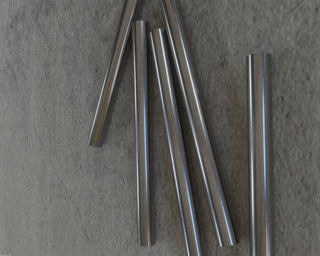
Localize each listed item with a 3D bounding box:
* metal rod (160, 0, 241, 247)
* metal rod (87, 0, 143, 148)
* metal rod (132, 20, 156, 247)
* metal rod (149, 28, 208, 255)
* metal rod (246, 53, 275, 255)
[{"bbox_3d":[0.044,-0.017,0.366,0.025,0.025,0.299,-20,77,38],"label":"metal rod"},{"bbox_3d":[-0.058,-0.112,0.450,0.025,0.025,0.298,28,107,36],"label":"metal rod"},{"bbox_3d":[-0.022,0.006,0.420,0.025,0.025,0.298,-3,88,39],"label":"metal rod"},{"bbox_3d":[0.022,0.022,0.384,0.025,0.025,0.298,-16,80,38],"label":"metal rod"},{"bbox_3d":[0.104,0.075,0.318,0.025,0.025,0.298,-1,89,39],"label":"metal rod"}]
